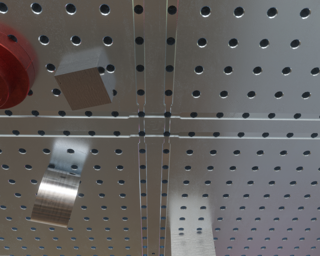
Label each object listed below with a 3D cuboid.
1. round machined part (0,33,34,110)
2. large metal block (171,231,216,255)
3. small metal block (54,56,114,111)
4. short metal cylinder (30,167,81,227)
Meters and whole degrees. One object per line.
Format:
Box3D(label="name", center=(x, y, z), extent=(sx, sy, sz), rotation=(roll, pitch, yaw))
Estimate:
Box3D(label="round machined part", center=(-0.198, -0.059, 0.347), extent=(0.099, 0.042, 0.097), rotation=(-1, 130, 0))
Box3D(label="large metal block", center=(0.063, 0.246, 0.586), extent=(0.080, 0.080, 0.050), rotation=(-3, 130, 2))
Box3D(label="small metal block", center=(-0.088, -0.052, 0.366), extent=(0.050, 0.025, 0.050), rotation=(-11, 130, 8))
Box3D(label="short metal cylinder", center=(-0.154, 0.103, 0.461), extent=(0.050, 0.080, 0.079), rotation=(16, 128, -14))
